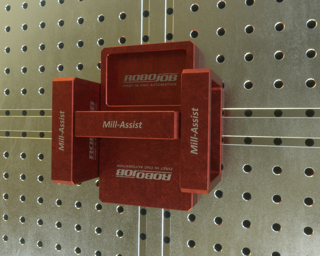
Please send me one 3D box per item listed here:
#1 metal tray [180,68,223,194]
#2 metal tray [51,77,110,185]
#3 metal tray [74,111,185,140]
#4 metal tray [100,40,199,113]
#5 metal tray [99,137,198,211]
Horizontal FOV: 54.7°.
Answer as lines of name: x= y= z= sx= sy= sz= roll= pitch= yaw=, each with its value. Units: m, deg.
metal tray: x=0.050 y=0.003 z=0.359 sx=0.030 sy=0.090 sz=0.129 roll=1 pitch=90 yaw=20
metal tray: x=-0.102 y=0.003 z=0.412 sx=0.030 sy=0.090 sz=0.129 roll=1 pitch=90 yaw=20
metal tray: x=-0.027 y=-0.004 z=0.385 sx=0.130 sy=0.090 sz=0.030 roll=1 pitch=91 yaw=19
metal tray: x=-0.015 y=-0.064 z=0.414 sx=0.130 sy=0.030 sz=0.089 roll=1 pitch=90 yaw=19
metal tray: x=-0.017 y=0.057 z=0.413 sx=0.130 sy=0.030 sz=0.089 roll=1 pitch=90 yaw=19
